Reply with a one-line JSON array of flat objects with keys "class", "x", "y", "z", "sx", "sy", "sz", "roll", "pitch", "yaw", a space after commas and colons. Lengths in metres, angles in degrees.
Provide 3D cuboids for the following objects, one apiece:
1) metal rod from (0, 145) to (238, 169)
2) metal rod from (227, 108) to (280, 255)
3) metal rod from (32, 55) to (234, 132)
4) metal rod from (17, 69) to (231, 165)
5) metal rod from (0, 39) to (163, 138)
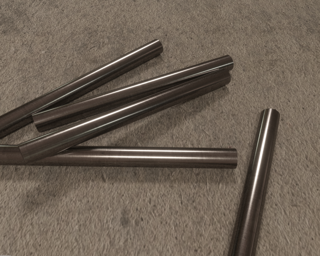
[{"class": "metal rod", "x": -0.060, "y": 0.034, "z": 0.373, "sx": 0.302, "sy": 0.025, "sz": 0.025, "roll": 1, "pitch": 50, "yaw": 0}, {"class": "metal rod", "x": 0.096, "y": 0.090, "z": 0.328, "sx": 0.025, "sy": 0.025, "sz": 0.301, "roll": 17, "pitch": 52, "yaw": 13}, {"class": "metal rod", "x": -0.027, "y": -0.055, "z": 0.448, "sx": 0.302, "sy": 0.025, "sz": 0.025, "roll": -20, "pitch": 53, "yaw": -17}, {"class": "metal rod", "x": -0.026, "y": -0.024, "z": 0.404, "sx": 0.302, "sy": 0.025, "sz": 0.025, "roll": -23, "pitch": 54, "yaw": -26}, {"class": "metal rod", "x": -0.116, "y": -0.062, "z": 0.453, "sx": 0.302, "sy": 0.025, "sz": 0.025, "roll": -34, "pitch": 58, "yaw": -25}]
